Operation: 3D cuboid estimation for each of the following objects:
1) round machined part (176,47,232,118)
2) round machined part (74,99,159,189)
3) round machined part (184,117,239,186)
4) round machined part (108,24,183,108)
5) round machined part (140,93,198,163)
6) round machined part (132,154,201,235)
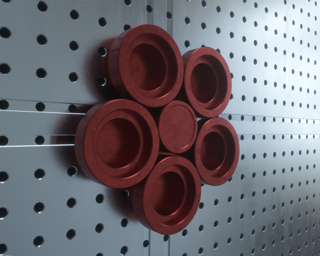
[{"bbox_3d":[0.055,-0.063,0.442,0.099,0.042,0.097,0,90,-40],"label":"round machined part"},{"bbox_3d":[-0.052,0.017,0.353,0.099,0.042,0.097,0,90,-40],"label":"round machined part"},{"bbox_3d":[0.070,0.033,0.455,0.099,0.042,0.097,0,90,-40],"label":"round machined part"},{"bbox_3d":[-0.021,-0.073,0.379,0.099,0.042,0.097,0,90,-40],"label":"round machined part"},{"bbox_3d":[0.011,-0.001,0.406,0.099,0.042,0.097,0,90,-40],"label":"round machined part"},{"bbox_3d":[0.004,0.083,0.400,0.099,0.042,0.097,0,90,-40],"label":"round machined part"}]
